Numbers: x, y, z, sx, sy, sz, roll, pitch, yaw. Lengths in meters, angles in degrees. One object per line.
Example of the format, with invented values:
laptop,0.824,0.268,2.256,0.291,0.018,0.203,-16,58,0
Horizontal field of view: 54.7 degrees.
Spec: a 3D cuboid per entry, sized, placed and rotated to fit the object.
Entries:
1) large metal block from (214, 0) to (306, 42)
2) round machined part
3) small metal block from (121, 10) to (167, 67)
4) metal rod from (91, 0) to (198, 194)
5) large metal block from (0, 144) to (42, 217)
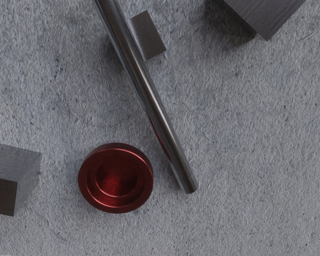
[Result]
large metal block,0.112,-0.155,0.340,0.080,0.050,0.080,38,106,-13
round machined part,-0.058,0.064,0.424,0.099,0.042,0.097,0,110,0
small metal block,-0.026,-0.106,0.370,0.050,0.025,0.050,-25,108,9
metal rod,-0.013,-0.036,0.375,0.025,0.025,0.299,-21,117,7
large metal block,-0.210,0.062,0.401,0.080,0.080,0.050,14,110,-5
